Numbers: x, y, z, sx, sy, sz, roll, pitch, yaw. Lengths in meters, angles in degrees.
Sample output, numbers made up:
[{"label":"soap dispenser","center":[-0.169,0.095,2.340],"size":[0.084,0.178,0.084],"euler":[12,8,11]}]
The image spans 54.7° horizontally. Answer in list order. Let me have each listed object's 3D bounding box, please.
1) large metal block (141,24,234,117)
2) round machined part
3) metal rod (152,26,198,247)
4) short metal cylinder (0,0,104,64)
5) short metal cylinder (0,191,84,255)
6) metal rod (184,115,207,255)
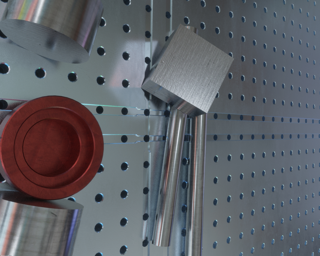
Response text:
[{"label":"large metal block","center":[0.034,-0.070,0.396],"size":[0.080,0.050,0.080],"euler":[30,79,-12]},{"label":"round machined part","center":[-0.109,0.019,0.305],"size":[0.099,0.042,0.097],"euler":[2,86,-40]},{"label":"metal rod","center":[0.022,0.007,0.427],"size":[0.025,0.025,0.298],"euler":[13,82,-39]},{"label":"short metal cylinder","center":[-0.099,-0.101,0.290],"size":[0.080,0.080,0.050],"euler":[22,76,-38]},{"label":"short metal cylinder","center":[-0.115,0.089,0.278],"size":[0.080,0.080,0.050],"euler":[18,79,-39]},{"label":"metal rod","center":[0.053,0.078,0.453],"size":[0.025,0.025,0.298],"euler":[4,87,-40]}]
